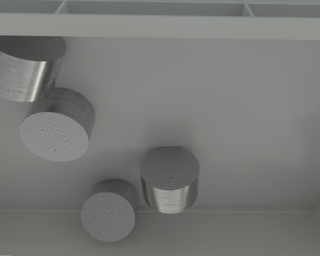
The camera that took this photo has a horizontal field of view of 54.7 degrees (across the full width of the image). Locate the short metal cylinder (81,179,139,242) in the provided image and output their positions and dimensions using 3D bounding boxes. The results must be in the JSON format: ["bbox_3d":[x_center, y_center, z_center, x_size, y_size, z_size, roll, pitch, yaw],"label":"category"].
[{"bbox_3d":[-0.075,0.126,0.478,0.080,0.050,0.079,1,102,3],"label":"short metal cylinder"}]

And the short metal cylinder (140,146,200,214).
[{"bbox_3d":[0.014,0.071,0.433,0.080,0.080,0.050,-2,130,1],"label":"short metal cylinder"}]

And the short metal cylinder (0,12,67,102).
[{"bbox_3d":[-0.141,-0.072,0.311,0.080,0.080,0.050,20,127,-17],"label":"short metal cylinder"}]

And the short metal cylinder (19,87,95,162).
[{"bbox_3d":[-0.126,-0.004,0.388,0.081,0.050,0.079,0,130,0],"label":"short metal cylinder"}]
